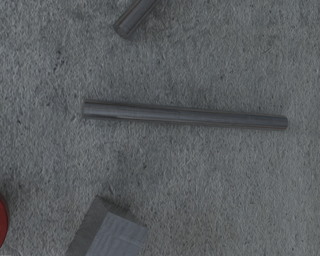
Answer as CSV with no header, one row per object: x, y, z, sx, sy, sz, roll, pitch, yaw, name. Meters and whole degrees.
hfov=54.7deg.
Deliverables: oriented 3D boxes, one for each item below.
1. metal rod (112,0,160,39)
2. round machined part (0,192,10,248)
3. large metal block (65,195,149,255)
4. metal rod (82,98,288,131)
0.039,-0.238,0.424,0.025,0.025,0.300,41,77,-16,metal rod
-0.211,0.099,0.322,0.099,0.042,0.097,0,90,-21,round machined part
-0.064,0.132,0.357,0.050,0.080,0.080,30,80,-18,large metal block
0.048,-0.015,0.428,0.303,0.025,0.025,3,89,-21,metal rod
